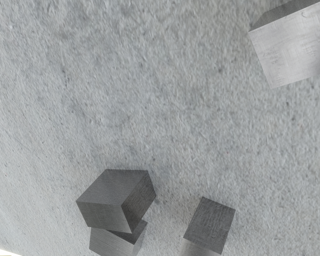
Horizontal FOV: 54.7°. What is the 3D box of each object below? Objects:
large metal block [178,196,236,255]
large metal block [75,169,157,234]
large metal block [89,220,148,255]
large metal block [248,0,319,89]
[{"bbox_3d":[0.064,0.159,0.435,0.050,0.080,0.079,19,126,16],"label":"large metal block"},{"bbox_3d":[-0.064,0.107,0.469,0.080,0.080,0.050,-2,117,29],"label":"large metal block"},{"bbox_3d":[-0.074,0.191,0.546,0.080,0.050,0.079,23,127,13],"label":"large metal block"},{"bbox_3d":[0.127,-0.081,0.254,0.080,0.080,0.050,-17,110,34],"label":"large metal block"}]
